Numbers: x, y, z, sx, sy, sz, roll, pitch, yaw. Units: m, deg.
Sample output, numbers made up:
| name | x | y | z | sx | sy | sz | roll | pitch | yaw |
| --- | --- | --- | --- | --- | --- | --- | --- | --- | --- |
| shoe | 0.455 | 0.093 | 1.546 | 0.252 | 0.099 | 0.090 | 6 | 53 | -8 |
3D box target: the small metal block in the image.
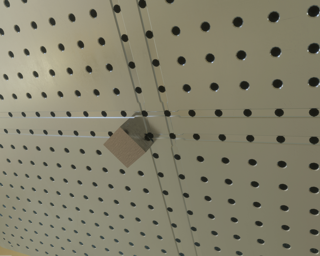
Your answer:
| name | x | y | z | sx | sy | sz | roll | pitch | yaw |
| --- | --- | --- | --- | --- | --- | --- | --- | --- | --- |
| small metal block | -0.046 | 0.023 | 0.451 | 0.050 | 0.025 | 0.050 | 45 | 129 | -3 |
